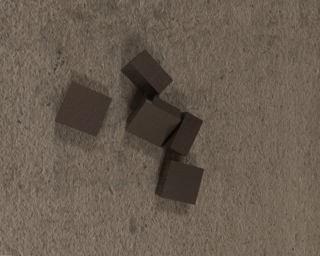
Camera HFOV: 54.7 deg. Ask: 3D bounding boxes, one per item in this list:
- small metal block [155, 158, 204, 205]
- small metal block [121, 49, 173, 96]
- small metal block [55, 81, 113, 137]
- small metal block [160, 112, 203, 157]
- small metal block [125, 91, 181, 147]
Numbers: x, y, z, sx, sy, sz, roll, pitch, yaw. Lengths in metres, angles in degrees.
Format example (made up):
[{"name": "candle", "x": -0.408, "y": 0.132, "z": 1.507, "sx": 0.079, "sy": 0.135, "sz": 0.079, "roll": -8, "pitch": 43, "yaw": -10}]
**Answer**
[{"name": "small metal block", "x": 0.027, "y": 0.072, "z": 0.420, "sx": 0.050, "sy": 0.025, "sz": 0.050, "roll": 17, "pitch": 84, "yaw": -20}, {"name": "small metal block", "x": -0.018, "y": -0.067, "z": 0.390, "sx": 0.050, "sy": 0.050, "sz": 0.025, "roll": 46, "pitch": 75, "yaw": -15}, {"name": "small metal block", "x": -0.093, "y": -0.022, "z": 0.375, "sx": 0.050, "sy": 0.025, "sz": 0.050, "roll": 23, "pitch": 82, "yaw": -19}, {"name": "small metal block", "x": 0.025, "y": 0.007, "z": 0.406, "sx": 0.025, "sy": 0.050, "sz": 0.050, "roll": 29, "pitch": 81, "yaw": -18}, {"name": "small metal block", "x": -0.009, "y": -0.010, "z": 0.393, "sx": 0.050, "sy": 0.025, "sz": 0.050, "roll": 27, "pitch": 120, "yaw": -19}]
